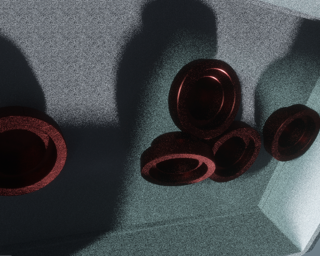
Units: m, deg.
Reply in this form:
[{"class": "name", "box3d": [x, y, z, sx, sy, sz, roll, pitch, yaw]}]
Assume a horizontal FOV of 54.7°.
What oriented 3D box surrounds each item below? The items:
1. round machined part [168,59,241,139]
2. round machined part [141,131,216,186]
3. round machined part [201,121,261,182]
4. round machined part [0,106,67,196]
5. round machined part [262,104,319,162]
[{"class": "round machined part", "box3d": [0.052, -0.038, 0.391, 0.099, 0.042, 0.097, -9, 107, -29]}, {"class": "round machined part", "box3d": [0.023, 0.039, 0.416, 0.099, 0.042, 0.098, -3, 146, -2]}, {"class": "round machined part", "box3d": [0.101, 0.031, 0.472, 0.099, 0.042, 0.097, -14, 124, -21]}, {"class": "round machined part", "box3d": [-0.152, 0.020, 0.327, 0.099, 0.042, 0.097, -14, 124, -21]}, {"class": "round machined part", "box3d": [0.211, 0.004, 0.514, 0.099, 0.042, 0.097, -13, 123, -20]}]
